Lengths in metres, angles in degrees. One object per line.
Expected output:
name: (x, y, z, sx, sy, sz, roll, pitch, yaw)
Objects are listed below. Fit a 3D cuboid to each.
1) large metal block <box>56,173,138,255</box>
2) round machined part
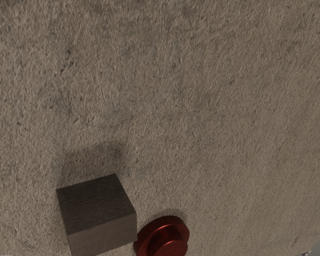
large metal block: (-0.082, 0.111, 0.397, 0.081, 0.080, 0.050, -13, 124, -22)
round machined part: (0.008, 0.200, 0.526, 0.099, 0.042, 0.097, -14, 125, -21)
